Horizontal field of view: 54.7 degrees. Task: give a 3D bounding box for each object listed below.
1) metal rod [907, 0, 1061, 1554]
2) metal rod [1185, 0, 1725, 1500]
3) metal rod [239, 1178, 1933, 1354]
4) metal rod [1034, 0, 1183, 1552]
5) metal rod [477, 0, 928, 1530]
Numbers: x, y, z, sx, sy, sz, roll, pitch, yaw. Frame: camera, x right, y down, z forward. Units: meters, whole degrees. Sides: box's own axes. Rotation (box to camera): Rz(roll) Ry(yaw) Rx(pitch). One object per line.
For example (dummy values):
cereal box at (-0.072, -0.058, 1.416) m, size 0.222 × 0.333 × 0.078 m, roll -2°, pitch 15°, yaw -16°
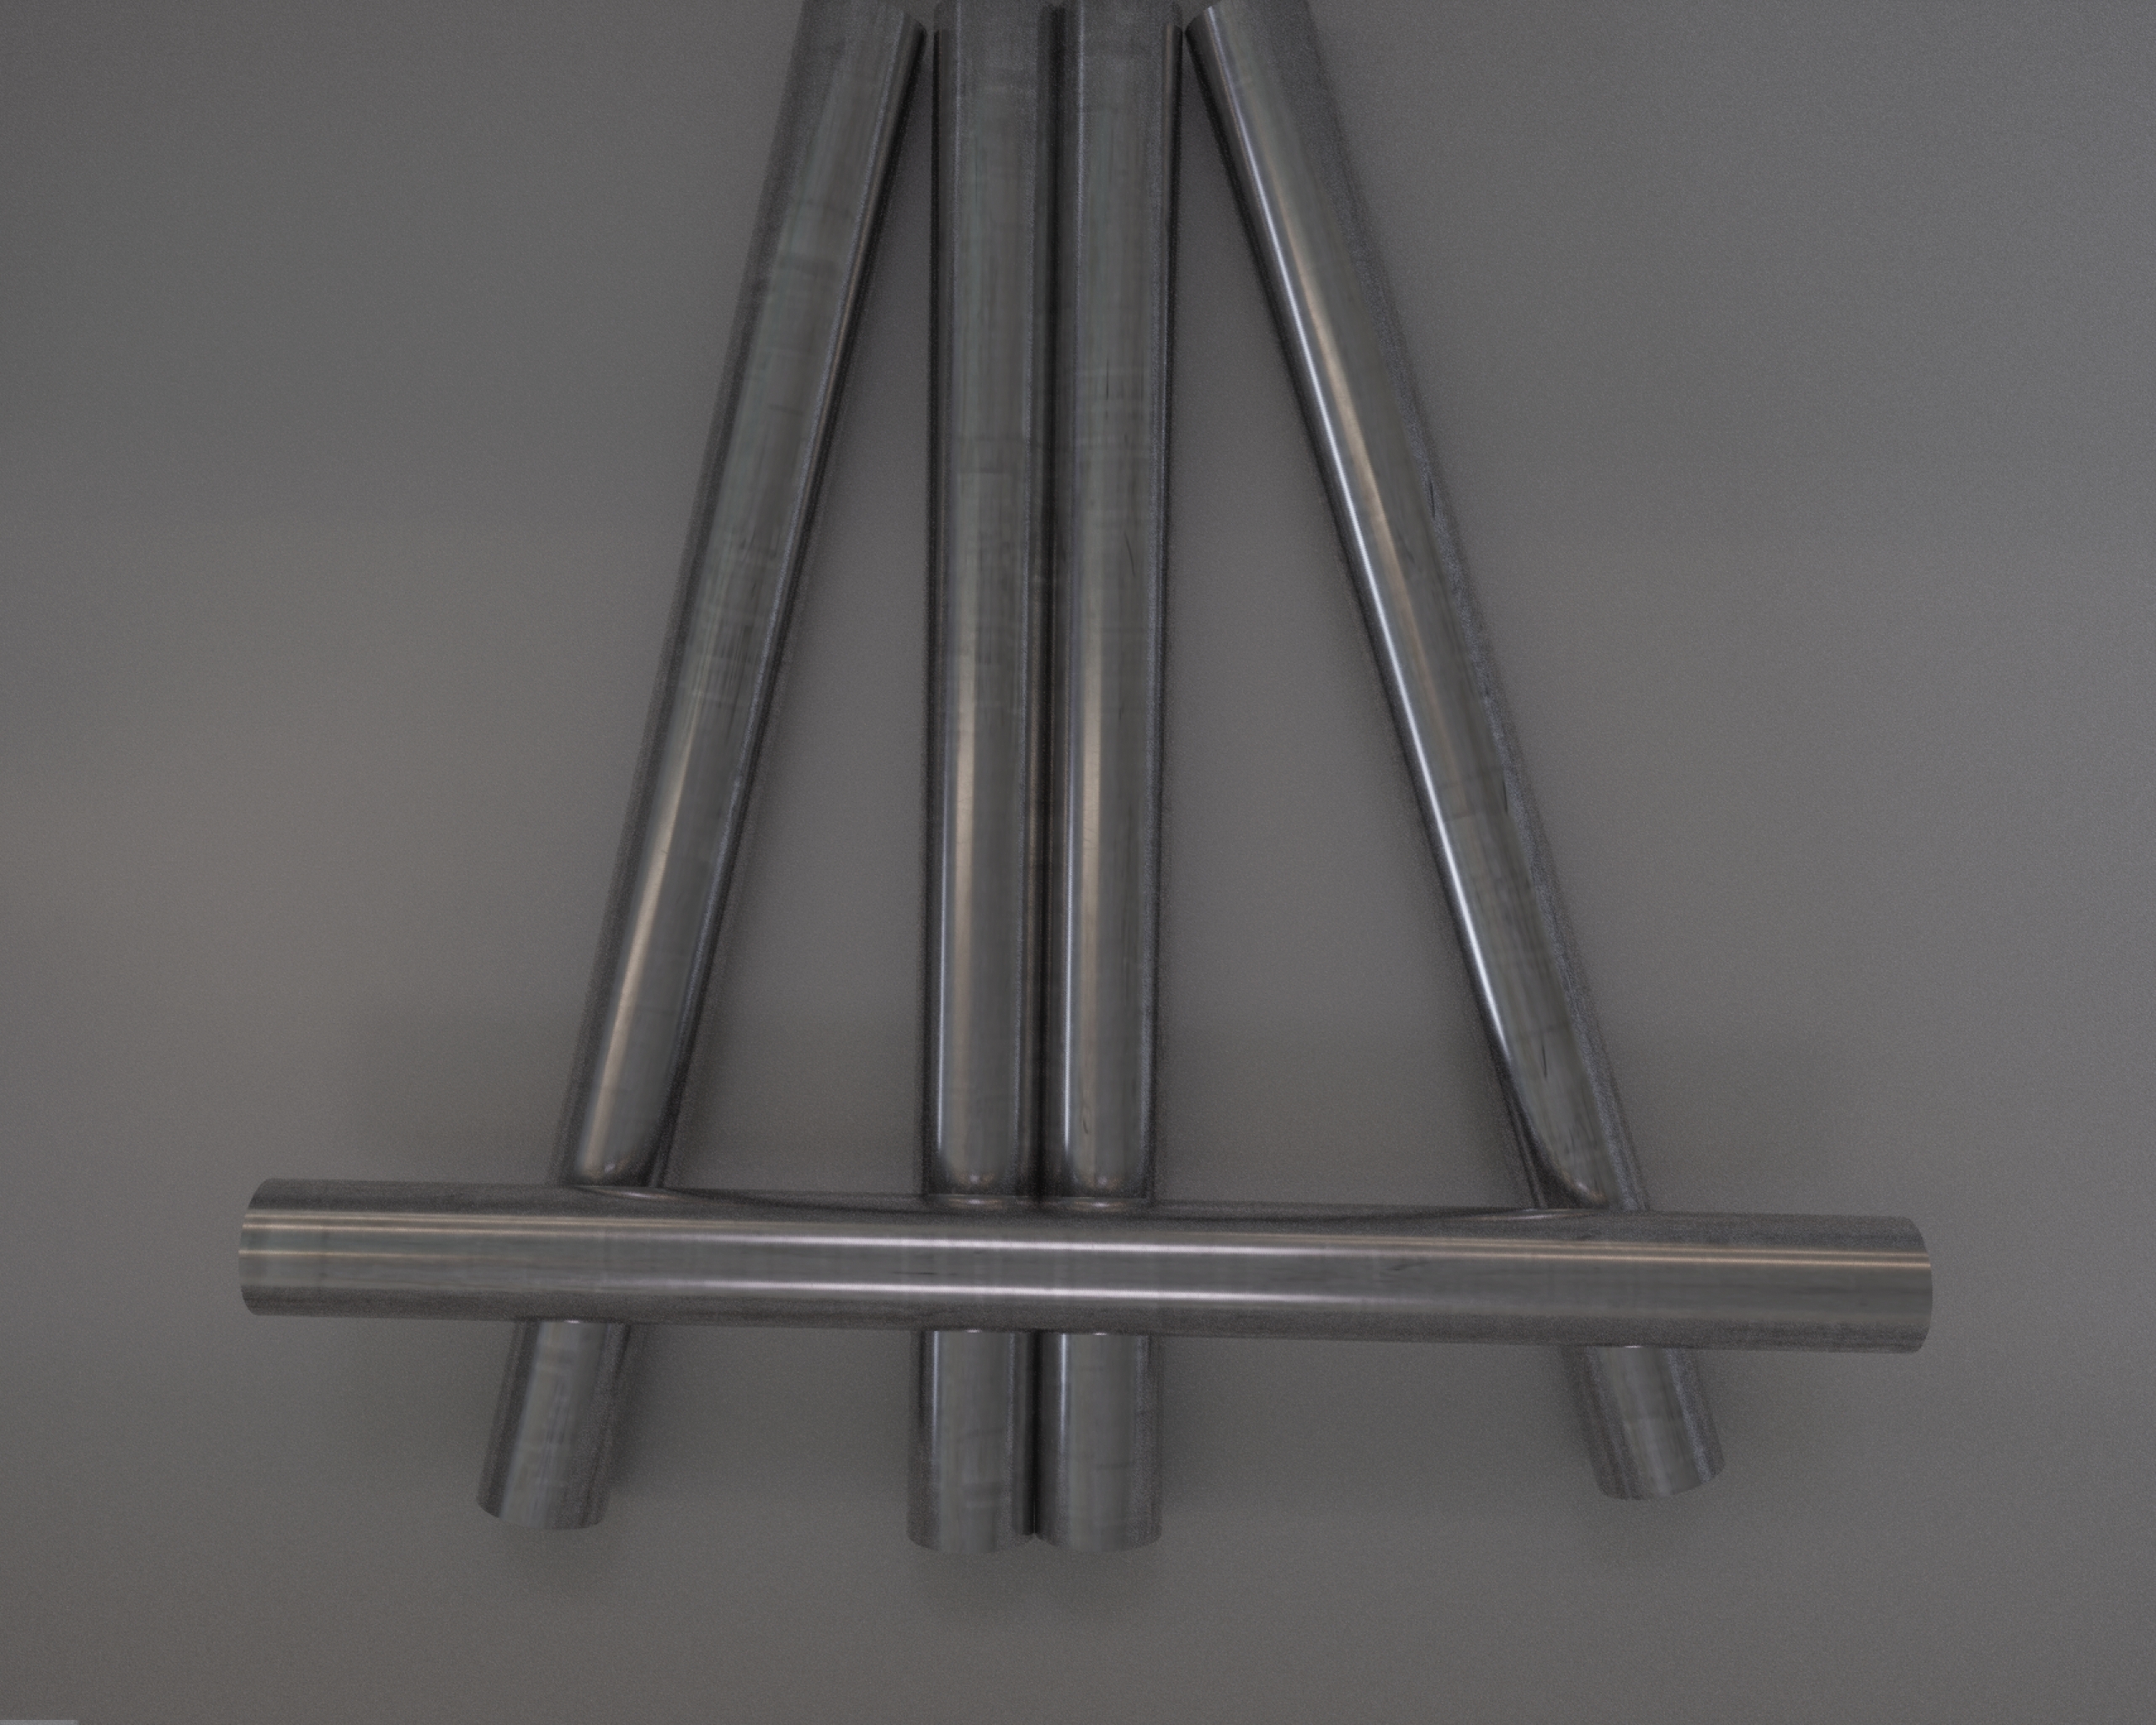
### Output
metal rod at (-0.018, -0.017, 0.410) m, size 0.025 × 0.025 × 0.298 m, roll 1°, pitch 90°, yaw 0°
metal rod at (0.074, -0.023, 0.411) m, size 0.025 × 0.025 × 0.298 m, roll -16°, pitch 90°, yaw 0°
metal rod at (0.002, 0.074, 0.384) m, size 0.302 × 0.025 × 0.025 m, roll 1°, pitch 90°, yaw 0°
metal rod at (0.006, -0.018, 0.410) m, size 0.025 × 0.025 × 0.298 m, roll 1°, pitch 90°, yaw 0°
metal rod at (-0.073, -0.020, 0.410) m, size 0.025 × 0.025 × 0.298 m, roll 12°, pitch 90°, yaw 0°
